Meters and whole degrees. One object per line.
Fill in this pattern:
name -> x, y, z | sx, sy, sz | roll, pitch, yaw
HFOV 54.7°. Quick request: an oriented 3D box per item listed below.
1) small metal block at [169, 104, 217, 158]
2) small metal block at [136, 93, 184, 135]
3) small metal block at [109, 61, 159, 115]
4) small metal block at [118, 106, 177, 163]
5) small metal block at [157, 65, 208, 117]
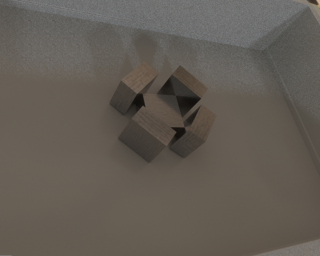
small metal block -> 0.044, 0.005, 0.407 | 0.025, 0.050, 0.050 | 36, 50, -6
small metal block -> 0.000, -0.017, 0.413 | 0.050, 0.025, 0.050 | 1, 61, -28
small metal block -> -0.034, -0.051, 0.400 | 0.025, 0.050, 0.050 | 41, 52, 0
small metal block -> -0.016, 0.009, 0.373 | 0.050, 0.050, 0.025 | 39, 52, -2
small metal block -> 0.030, -0.051, 0.433 | 0.050, 0.050, 0.025 | 39, 50, -3
